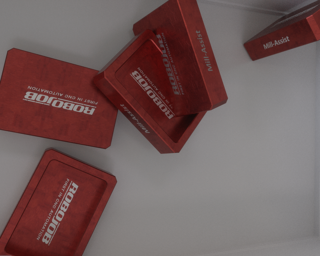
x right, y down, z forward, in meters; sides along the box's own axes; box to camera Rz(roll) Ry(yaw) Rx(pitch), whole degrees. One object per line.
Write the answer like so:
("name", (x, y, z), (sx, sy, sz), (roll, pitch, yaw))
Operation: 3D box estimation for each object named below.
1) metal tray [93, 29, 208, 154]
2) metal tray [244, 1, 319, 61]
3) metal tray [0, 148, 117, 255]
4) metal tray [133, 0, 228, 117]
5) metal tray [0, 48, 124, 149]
("metal tray", (-0.005, -0.042, 0.379), (0.130, 0.030, 0.090), (48, 60, -20))
("metal tray", (0.188, -0.139, 0.424), (0.090, 0.130, 0.030), (-36, 102, -16))
("metal tray", (-0.120, 0.099, 0.363), (0.090, 0.030, 0.130), (28, 81, -18))
("metal tray", (0.022, -0.081, 0.381), (0.030, 0.090, 0.129), (-25, 99, -37))
("metal tray", (-0.116, -0.031, 0.365), (0.131, 0.030, 0.090), (13, 86, -20))
